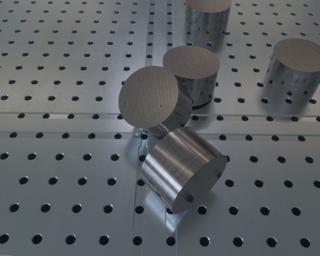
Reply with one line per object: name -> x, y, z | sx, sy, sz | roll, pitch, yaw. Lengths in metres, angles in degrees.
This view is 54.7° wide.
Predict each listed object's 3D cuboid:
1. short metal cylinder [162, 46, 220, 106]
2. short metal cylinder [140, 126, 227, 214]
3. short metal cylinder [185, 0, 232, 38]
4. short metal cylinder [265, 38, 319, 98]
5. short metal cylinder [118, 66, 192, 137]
short metal cylinder -> 0.043, -0.077, 0.453 | 0.081, 0.050, 0.080 | 2, 47, -2
short metal cylinder -> 0.026, 0.045, 0.334 | 0.080, 0.080, 0.050 | -33, 58, -25
short metal cylinder -> 0.086, -0.209, 0.568 | 0.081, 0.050, 0.080 | 0, 50, 0
short metal cylinder -> 0.206, -0.092, 0.470 | 0.081, 0.050, 0.080 | 0, 50, 0
short metal cylinder -> -0.005, -0.032, 0.395 | 0.080, 0.050, 0.080 | -6, 73, 23
